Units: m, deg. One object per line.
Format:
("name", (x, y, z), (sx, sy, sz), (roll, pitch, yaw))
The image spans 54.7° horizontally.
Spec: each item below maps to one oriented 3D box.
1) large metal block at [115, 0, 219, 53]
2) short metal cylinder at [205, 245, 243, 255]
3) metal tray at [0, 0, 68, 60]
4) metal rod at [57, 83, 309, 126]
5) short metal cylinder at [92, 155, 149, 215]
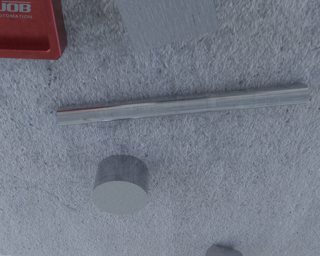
("large metal block", (0.003, -0.126, 0.284), (0.080, 0.050, 0.080), (-14, 129, 11))
("short metal cylinder", (0.125, 0.277, 0.608), (0.050, 0.080, 0.079), (16, 128, -13))
("metal tray", (-0.166, -0.116, 0.303), (0.131, 0.030, 0.089), (2, 130, -2))
("metal rod", (0.024, -0.028, 0.382), (0.302, 0.025, 0.025), (-5, 130, 4))
("short metal cylinder", (-0.057, 0.085, 0.463), (0.081, 0.050, 0.079), (0, 130, 0))
